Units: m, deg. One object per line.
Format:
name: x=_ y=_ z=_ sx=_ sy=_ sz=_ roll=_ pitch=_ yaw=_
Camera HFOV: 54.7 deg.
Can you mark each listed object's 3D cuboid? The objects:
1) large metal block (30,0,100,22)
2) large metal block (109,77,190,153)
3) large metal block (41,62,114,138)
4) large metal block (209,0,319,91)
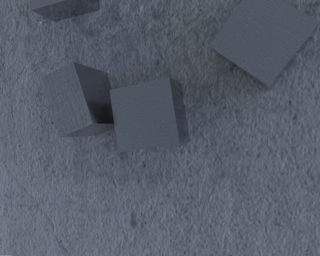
large metal block: x=-0.138 y=-0.208 z=0.443 sx=0.080 sy=0.050 sz=0.080 roll=-7 pitch=88 yaw=19
large metal block: x=-0.012 y=-0.015 z=0.399 sx=0.080 sy=0.050 sz=0.080 roll=-9 pitch=87 yaw=19
large metal block: x=-0.100 y=-0.034 z=0.414 sx=0.050 sy=0.080 sz=0.080 roll=-21 pitch=83 yaw=18
large metal block: x=0.117 y=-0.100 z=0.354 sx=0.080 sy=0.050 sz=0.080 roll=39 pitch=102 yaw=15
